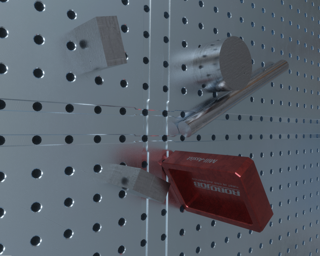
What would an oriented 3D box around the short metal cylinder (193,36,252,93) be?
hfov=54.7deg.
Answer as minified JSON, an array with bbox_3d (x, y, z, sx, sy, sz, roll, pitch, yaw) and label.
[{"bbox_3d":[0.097,-0.096,0.477,0.081,0.050,0.079,0,90,-40],"label":"short metal cylinder"}]

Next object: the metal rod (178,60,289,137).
[{"bbox_3d":[0.140,-0.061,0.529,0.302,0.025,0.025,-31,110,-36],"label":"metal rod"}]

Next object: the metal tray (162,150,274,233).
[{"bbox_3d":[0.070,0.078,0.402,0.030,0.130,0.090,-40,115,-33],"label":"metal tray"}]

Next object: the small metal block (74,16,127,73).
[{"bbox_3d":[-0.066,-0.090,0.339,0.025,0.050,0.050,-20,103,-39],"label":"small metal block"}]

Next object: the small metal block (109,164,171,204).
[{"bbox_3d":[-0.025,0.067,0.374,0.050,0.050,0.025,33,70,-36],"label":"small metal block"}]
